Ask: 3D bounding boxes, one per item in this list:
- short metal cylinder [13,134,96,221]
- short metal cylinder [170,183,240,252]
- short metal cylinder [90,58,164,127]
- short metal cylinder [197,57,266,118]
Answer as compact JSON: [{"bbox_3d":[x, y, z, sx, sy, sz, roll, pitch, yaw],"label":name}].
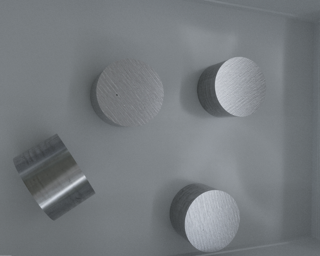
[{"bbox_3d":[-0.114,0.053,0.340,0.050,0.080,0.080,-33,101,-17],"label":"short metal cylinder"},{"bbox_3d":[0.060,0.119,0.421,0.081,0.050,0.079,0,90,-21],"label":"short metal cylinder"},{"bbox_3d":[-0.042,-0.041,0.383,0.081,0.050,0.079,0,90,-21],"label":"short metal cylinder"},{"bbox_3d":[0.100,-0.055,0.436,0.081,0.050,0.079,0,90,-21],"label":"short metal cylinder"}]
